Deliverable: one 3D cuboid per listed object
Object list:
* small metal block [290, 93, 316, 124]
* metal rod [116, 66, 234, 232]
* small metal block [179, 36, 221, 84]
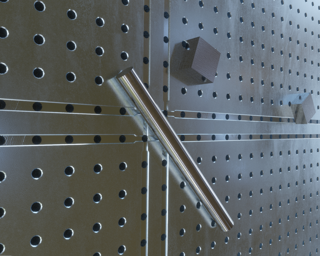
[{"bbox_3d":[0.313,-0.043,0.676,0.050,0.025,0.050,-40,114,-33],"label":"small metal block"},{"bbox_3d":[0.032,0.045,0.438,0.025,0.025,0.299,-49,119,-29],"label":"metal rod"},{"bbox_3d":[0.060,-0.099,0.462,0.050,0.025,0.050,26,74,-37],"label":"small metal block"}]
